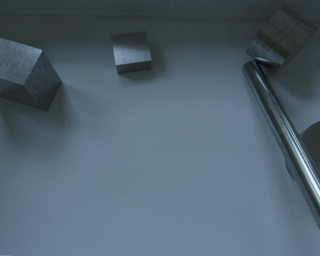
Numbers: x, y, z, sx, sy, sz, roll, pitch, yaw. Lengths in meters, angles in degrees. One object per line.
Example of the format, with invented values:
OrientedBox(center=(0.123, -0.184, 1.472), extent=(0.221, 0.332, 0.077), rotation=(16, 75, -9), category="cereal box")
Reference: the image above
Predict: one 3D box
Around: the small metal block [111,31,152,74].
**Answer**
OrientedBox(center=(-0.041, -0.109, 0.449), extent=(0.050, 0.025, 0.050), rotation=(-9, 70, -4), category="small metal block")

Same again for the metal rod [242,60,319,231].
OrientedBox(center=(0.145, 0.020, 0.341), extent=(0.025, 0.025, 0.300), rotation=(-6, 46, -2), category="metal rod")

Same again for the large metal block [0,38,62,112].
OrientedBox(center=(-0.187, -0.069, 0.404), extent=(0.080, 0.080, 0.050), rotation=(17, 71, 6), category="large metal block")

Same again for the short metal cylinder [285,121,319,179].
OrientedBox(center=(0.205, 0.036, 0.386), extent=(0.081, 0.050, 0.080), rotation=(0, 70, 0), category="short metal cylinder")

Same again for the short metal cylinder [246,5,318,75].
OrientedBox(center=(0.166, -0.119, 0.426), extent=(0.080, 0.080, 0.050), rotation=(-43, 76, -14), category="short metal cylinder")
